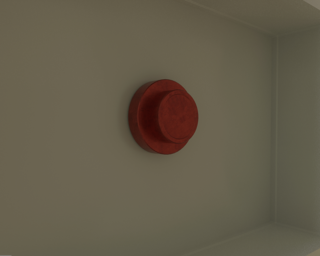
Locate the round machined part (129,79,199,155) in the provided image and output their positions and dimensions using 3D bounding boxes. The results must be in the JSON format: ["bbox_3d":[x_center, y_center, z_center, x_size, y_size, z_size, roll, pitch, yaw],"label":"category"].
[{"bbox_3d":[0.012,-0.014,0.400,0.099,0.042,0.097,0,90,-40],"label":"round machined part"}]
